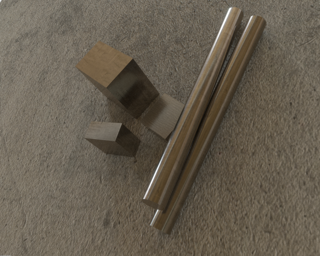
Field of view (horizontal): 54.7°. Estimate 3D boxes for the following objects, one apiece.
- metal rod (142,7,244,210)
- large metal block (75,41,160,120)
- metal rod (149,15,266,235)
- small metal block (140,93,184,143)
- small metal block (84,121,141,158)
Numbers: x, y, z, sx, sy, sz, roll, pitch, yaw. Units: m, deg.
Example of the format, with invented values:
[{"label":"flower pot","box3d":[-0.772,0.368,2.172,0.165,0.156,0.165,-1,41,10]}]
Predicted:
[{"label":"metal rod","box3d":[0.051,-0.043,0.379,0.025,0.025,0.300,8,58,31]},{"label":"large metal block","box3d":[-0.059,-0.068,0.440,0.080,0.080,0.050,35,81,38]},{"label":"metal rod","box3d":[0.066,-0.017,0.378,0.025,0.025,0.300,16,70,34]},{"label":"small metal block","box3d":[0.011,-0.011,0.403,0.050,0.025,0.050,35,81,38]},{"label":"small metal block","box3d":[-0.062,0.015,0.409,0.050,0.050,0.025,4,64,30]}]
